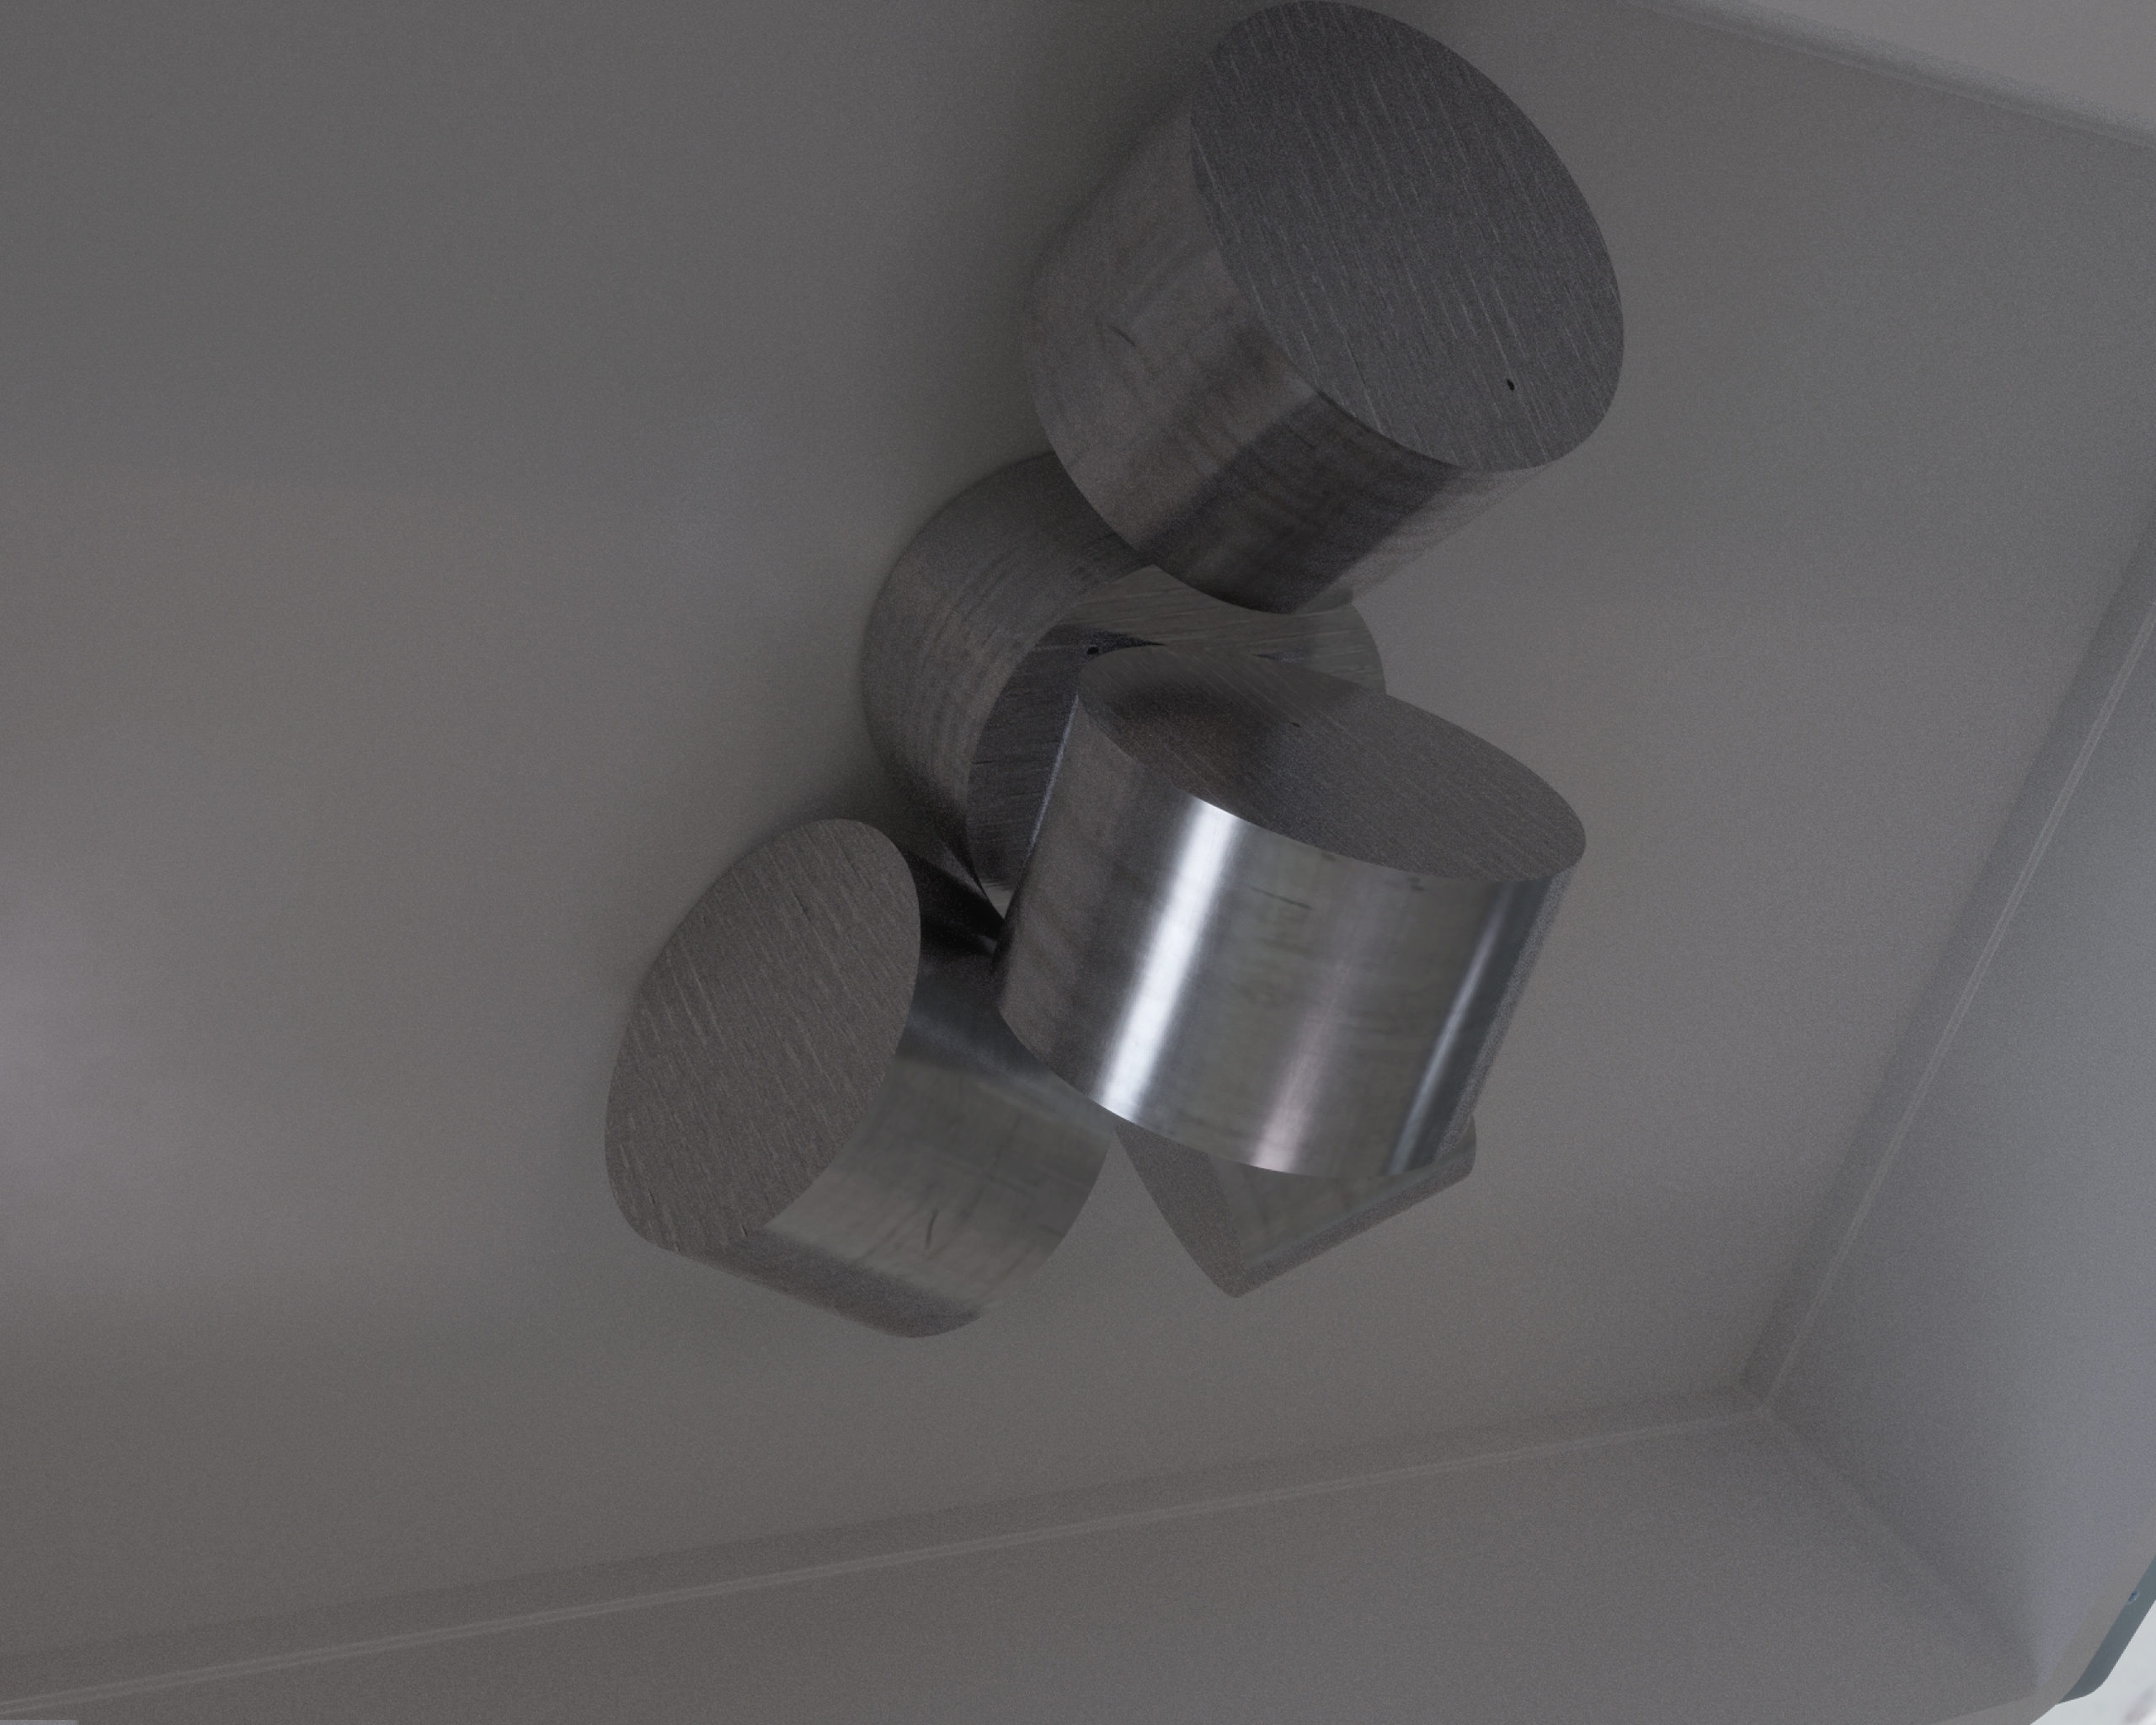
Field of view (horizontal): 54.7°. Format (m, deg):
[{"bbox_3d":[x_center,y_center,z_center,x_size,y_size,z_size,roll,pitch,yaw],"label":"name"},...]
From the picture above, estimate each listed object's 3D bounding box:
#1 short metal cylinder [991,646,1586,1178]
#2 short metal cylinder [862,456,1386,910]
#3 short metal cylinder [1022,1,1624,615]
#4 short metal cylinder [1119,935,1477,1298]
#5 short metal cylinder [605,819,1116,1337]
[{"bbox_3d":[0.032,0.005,0.326,0.081,0.080,0.050,3,117,-30],"label":"short metal cylinder"},{"bbox_3d":[0.008,-0.028,0.376,0.081,0.050,0.079,-14,124,-21],"label":"short metal cylinder"},{"bbox_3d":[0.038,-0.086,0.330,0.081,0.080,0.050,4,159,-30],"label":"short metal cylinder"},{"bbox_3d":[0.035,0.039,0.414,0.050,0.080,0.080,-25,128,-12],"label":"short metal cylinder"},{"bbox_3d":[-0.039,0.039,0.373,0.050,0.080,0.080,33,100,-38],"label":"short metal cylinder"}]
